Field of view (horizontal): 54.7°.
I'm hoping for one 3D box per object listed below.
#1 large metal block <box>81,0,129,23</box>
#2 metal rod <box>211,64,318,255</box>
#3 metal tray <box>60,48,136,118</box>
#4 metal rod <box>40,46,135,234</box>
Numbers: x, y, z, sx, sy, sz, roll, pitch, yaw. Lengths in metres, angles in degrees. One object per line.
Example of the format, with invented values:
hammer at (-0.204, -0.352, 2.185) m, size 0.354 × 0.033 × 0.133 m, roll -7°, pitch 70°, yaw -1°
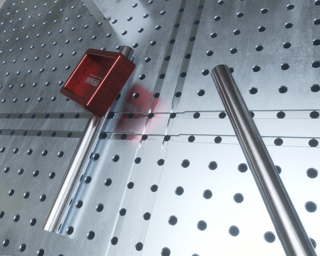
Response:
large metal block at (-0.108, -0.264, 0.592) m, size 0.050 × 0.080 × 0.080 m, roll 31°, pitch 79°, yaw 38°
metal rod at (0.108, 0.043, 0.325) m, size 0.025 × 0.025 × 0.299 m, roll -24°, pitch 53°, yaw 14°
metal tray at (-0.099, -0.073, 0.472) m, size 0.090 × 0.030 × 0.130 m, roll -58°, pitch 36°, yaw -5°
metal rod at (-0.098, 0.002, 0.458) m, size 0.025 × 0.025 × 0.300 m, roll 5°, pitch 64°, yaw 30°
